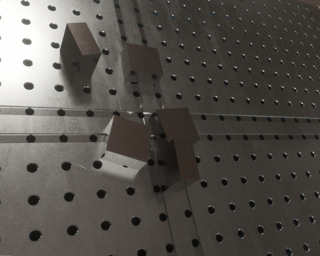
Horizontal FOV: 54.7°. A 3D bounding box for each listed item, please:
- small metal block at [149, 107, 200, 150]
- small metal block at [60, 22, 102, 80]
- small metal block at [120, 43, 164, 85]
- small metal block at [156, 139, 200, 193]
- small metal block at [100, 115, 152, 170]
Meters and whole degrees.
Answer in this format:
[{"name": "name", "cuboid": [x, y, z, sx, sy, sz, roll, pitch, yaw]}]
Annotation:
[{"name": "small metal block", "cuboid": [0.019, 0.001, 0.420, 0.050, 0.025, 0.050, -6, 65, -31]}, {"name": "small metal block", "cuboid": [-0.103, -0.098, 0.397, 0.025, 0.050, 0.050, -17, 71, -35]}, {"name": "small metal block", "cuboid": [-0.027, -0.093, 0.452, 0.050, 0.025, 0.050, 3, 60, -27]}, {"name": "small metal block", "cuboid": [0.020, 0.047, 0.376, 0.025, 0.050, 0.050, 5, 60, -27]}, {"name": "small metal block", "cuboid": [-0.040, 0.018, 0.377, 0.050, 0.025, 0.050, 19, 54, -17]}]
